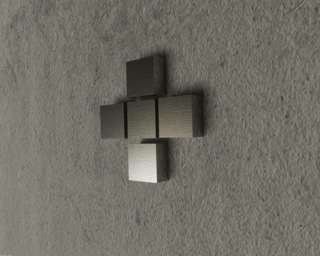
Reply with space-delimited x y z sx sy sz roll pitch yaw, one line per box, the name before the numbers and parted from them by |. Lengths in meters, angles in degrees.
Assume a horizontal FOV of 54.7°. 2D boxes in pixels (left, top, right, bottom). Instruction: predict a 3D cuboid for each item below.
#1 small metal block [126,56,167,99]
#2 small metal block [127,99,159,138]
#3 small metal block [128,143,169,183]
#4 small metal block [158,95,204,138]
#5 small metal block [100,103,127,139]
small metal block | -0.019 -0.067 0.420 0.050 0.025 0.050 -2 89 39
small metal block | -0.017 -0.011 0.419 0.050 0.025 0.050 -2 89 39
small metal block | -0.016 0.046 0.418 0.050 0.025 0.050 -3 88 39
small metal block | 0.026 -0.013 0.384 0.050 0.025 0.050 -2 89 39
small metal block | -0.061 -0.009 0.455 0.050 0.025 0.050 -2 89 39
